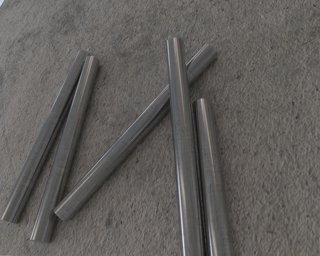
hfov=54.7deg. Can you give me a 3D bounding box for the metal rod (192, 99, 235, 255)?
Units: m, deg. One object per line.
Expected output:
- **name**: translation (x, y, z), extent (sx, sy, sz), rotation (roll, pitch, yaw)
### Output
- **metal rod**: translation (0.058, 0.097, 0.314), extent (0.025, 0.025, 0.299), rotation (-15, 55, 20)

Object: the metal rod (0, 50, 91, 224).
- **metal rod**: translation (-0.174, 0.000, 0.495), extent (0.025, 0.025, 0.300), rotation (3, 63, 29)

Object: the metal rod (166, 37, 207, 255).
- **metal rod**: translation (0.028, 0.019, 0.358), extent (0.025, 0.025, 0.299), rotation (-14, 62, 21)

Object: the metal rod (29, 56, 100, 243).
- **metal rod**: translation (-0.135, 0.014, 0.466), extent (0.025, 0.025, 0.300), rotation (-6, 59, 25)

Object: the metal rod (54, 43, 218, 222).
- **metal rod**: translation (-0.028, 0.002, 0.417), extent (0.300, 0.025, 0.025), rotation (-48, 51, -6)
